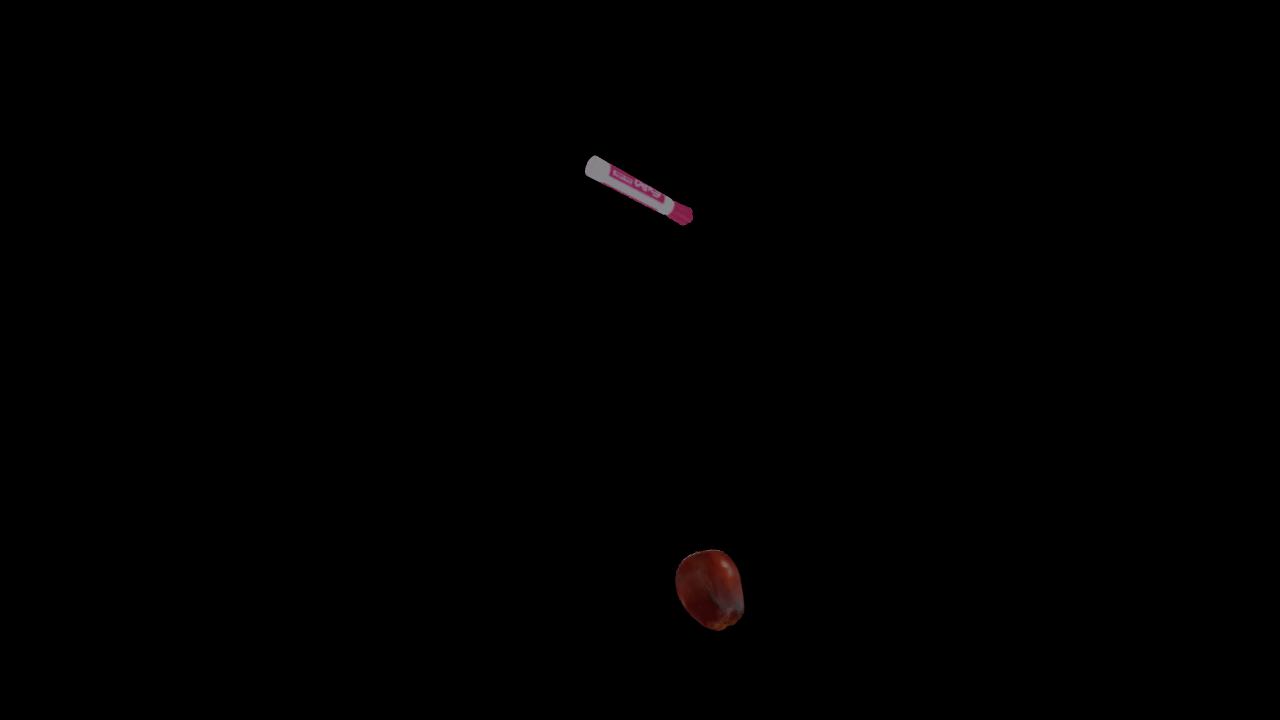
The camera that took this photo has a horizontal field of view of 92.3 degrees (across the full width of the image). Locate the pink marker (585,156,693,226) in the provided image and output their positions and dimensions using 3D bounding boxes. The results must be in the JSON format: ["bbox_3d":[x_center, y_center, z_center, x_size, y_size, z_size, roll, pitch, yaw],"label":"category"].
[{"bbox_3d":[0.003,-0.153,0.568,0.121,0.020,0.020,18,-11,-37],"label":"pink marker"}]

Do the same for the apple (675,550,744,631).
[{"bbox_3d":[0.083,0.271,0.732,0.079,0.093,0.079,-12,-42,-11],"label":"apple"}]
